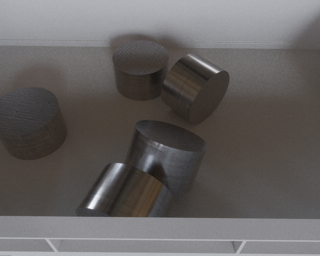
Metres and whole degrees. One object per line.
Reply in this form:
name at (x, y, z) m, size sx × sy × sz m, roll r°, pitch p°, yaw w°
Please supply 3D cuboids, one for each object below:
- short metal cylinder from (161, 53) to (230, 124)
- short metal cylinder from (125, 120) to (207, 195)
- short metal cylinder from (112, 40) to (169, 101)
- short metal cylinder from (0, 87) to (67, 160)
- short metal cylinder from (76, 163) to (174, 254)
short metal cylinder at (0.047, -0.052, 0.414) m, size 0.080 × 0.080 × 0.050 m, roll -37°, pitch 60°, yaw -27°
short metal cylinder at (0.005, 0.030, 0.340) m, size 0.080 × 0.050 × 0.080 m, roll 16°, pitch 17°, yaw -5°
short metal cylinder at (-0.028, -0.086, 0.461) m, size 0.081 × 0.050 × 0.080 m, roll 0°, pitch 50°, yaw 0°
short metal cylinder at (-0.164, -0.006, 0.392) m, size 0.081 × 0.050 × 0.080 m, roll 0°, pitch 50°, yaw 0°
short metal cylinder at (-0.033, 0.079, 0.302) m, size 0.080 × 0.080 × 0.050 m, roll 19°, pitch 54°, yaw 15°
